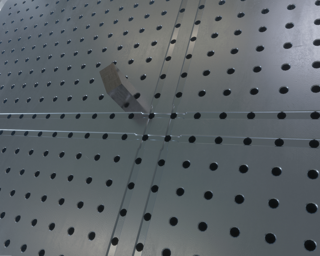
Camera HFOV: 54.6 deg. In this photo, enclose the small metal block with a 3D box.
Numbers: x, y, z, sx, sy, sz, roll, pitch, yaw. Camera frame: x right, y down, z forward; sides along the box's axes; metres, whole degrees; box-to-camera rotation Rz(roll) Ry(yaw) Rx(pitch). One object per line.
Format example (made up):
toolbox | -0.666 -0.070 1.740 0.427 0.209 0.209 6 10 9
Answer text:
small metal block | -0.061 -0.061 0.463 0.025 0.050 0.050 -31 52 8
